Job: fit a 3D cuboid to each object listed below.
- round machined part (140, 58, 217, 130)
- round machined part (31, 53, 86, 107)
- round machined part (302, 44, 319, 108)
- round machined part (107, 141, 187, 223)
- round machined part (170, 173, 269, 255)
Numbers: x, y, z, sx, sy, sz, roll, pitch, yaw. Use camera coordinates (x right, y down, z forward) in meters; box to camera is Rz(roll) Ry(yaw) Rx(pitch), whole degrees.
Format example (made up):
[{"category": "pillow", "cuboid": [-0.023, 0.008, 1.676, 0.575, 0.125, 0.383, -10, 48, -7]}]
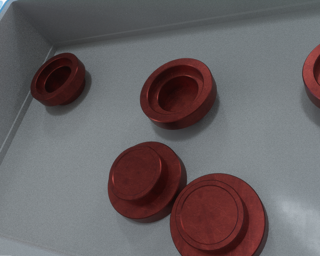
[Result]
[{"category": "round machined part", "cuboid": [0.027, -0.040, 0.405, 0.098, 0.042, 0.098, -13, 56, 21]}, {"category": "round machined part", "cuboid": [-0.168, -0.078, 0.531, 0.098, 0.042, 0.098, -13, 56, 21]}, {"category": "round machined part", "cuboid": [0.202, -0.051, 0.316, 0.098, 0.042, 0.098, -17, 52, 23]}, {"category": "round machined part", "cuboid": [-0.021, 0.059, 0.370, 0.098, 0.042, 0.098, -13, 56, 21]}, {"category": "round machined part", "cuboid": [0.054, 0.091, 0.310, 0.098, 0.042, 0.098, -13, 56, 21]}]
